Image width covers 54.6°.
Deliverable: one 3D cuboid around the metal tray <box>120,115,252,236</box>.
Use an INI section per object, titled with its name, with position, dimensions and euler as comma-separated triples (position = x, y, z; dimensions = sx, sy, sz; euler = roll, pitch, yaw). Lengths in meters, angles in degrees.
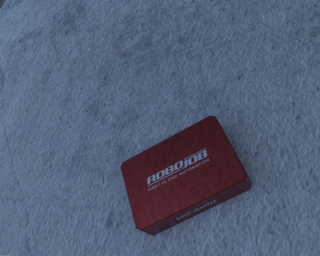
[metal tray]
position = 0.025, 0.054, 0.355
dimensions = 0.130, 0.030, 0.090
euler = -29, 52, 10
